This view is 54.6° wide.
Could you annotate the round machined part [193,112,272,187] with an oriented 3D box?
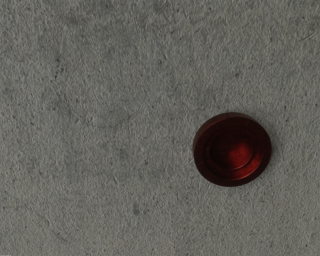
[{"bbox_3d":[0.092,0.025,0.410,0.099,0.042,0.097,0,110,0],"label":"round machined part"}]
